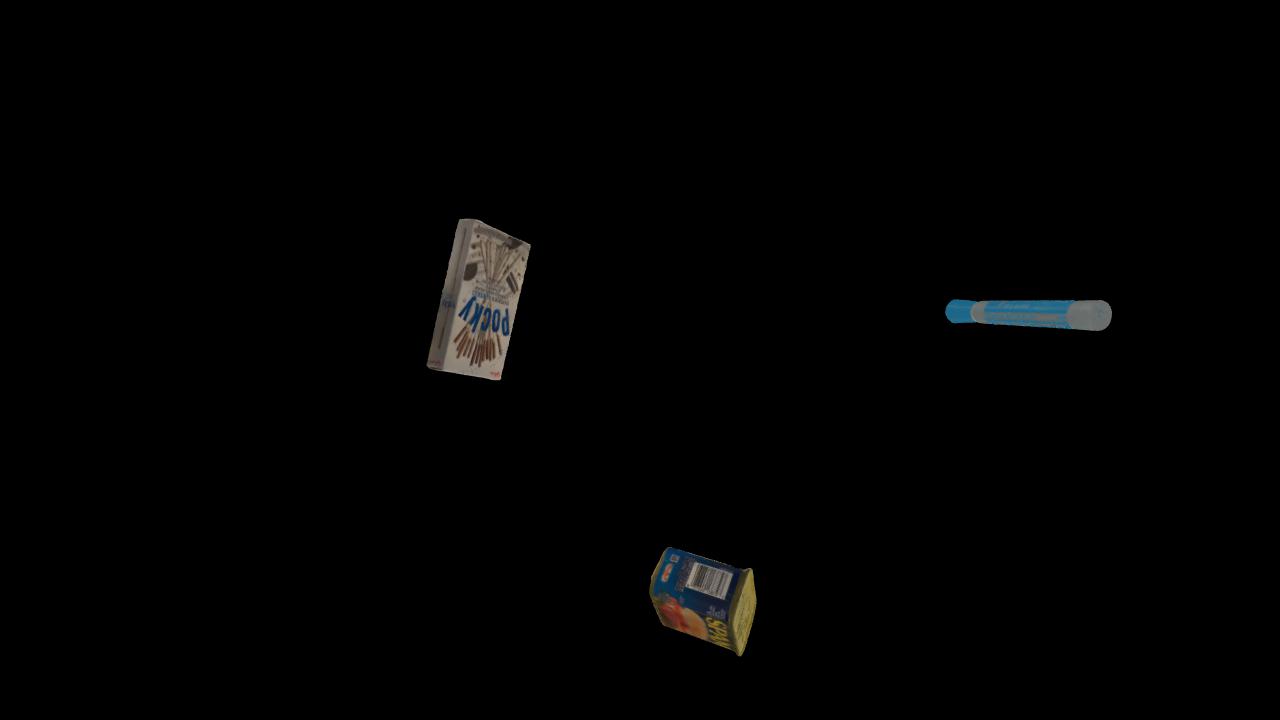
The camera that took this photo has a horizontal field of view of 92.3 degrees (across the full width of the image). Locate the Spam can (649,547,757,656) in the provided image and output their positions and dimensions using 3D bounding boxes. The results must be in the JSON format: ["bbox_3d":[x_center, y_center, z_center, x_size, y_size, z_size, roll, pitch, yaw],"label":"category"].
[{"bbox_3d":[0.062,0.231,0.594,0.085,0.101,0.058,11,49,24],"label":"Spam can"}]

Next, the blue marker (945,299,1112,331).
[{"bbox_3d":[0.263,-0.033,0.431,0.020,0.020,0.121,0,5,-17],"label":"blue marker"}]

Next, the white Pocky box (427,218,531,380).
[{"bbox_3d":[-0.165,-0.060,0.638,0.028,0.154,0.084,10,-3,33],"label":"white Pocky box"}]
